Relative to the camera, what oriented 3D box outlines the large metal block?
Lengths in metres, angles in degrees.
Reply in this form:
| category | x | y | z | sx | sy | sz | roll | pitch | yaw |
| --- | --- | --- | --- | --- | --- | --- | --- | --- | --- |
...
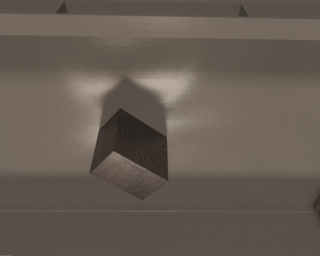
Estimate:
| category | x | y | z | sx | sy | sz | roll | pitch | yaw |
| --- | --- | --- | --- | --- | --- | --- | --- | --- | --- |
| large metal block | -0.037 | 0.034 | 0.401 | 0.080 | 0.080 | 0.050 | 33 | 123 | -25 |
